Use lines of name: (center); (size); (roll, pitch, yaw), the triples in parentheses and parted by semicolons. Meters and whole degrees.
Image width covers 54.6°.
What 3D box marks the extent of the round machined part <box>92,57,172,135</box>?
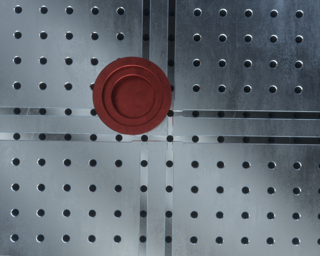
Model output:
round machined part: (-0.034, -0.040, 0.405); (0.099, 0.042, 0.097); (0, 90, 0)
